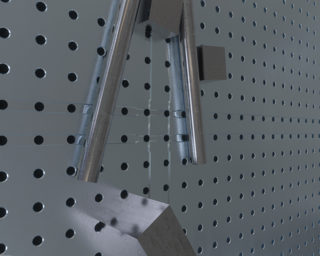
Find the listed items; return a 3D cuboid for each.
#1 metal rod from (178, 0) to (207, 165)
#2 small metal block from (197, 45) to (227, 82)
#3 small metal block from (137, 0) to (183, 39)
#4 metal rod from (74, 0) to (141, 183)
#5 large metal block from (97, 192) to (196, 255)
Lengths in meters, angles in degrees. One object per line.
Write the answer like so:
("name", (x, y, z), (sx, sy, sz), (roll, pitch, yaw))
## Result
("metal rod", (0.042, -0.096, 0.443), (0.025, 0.025, 0.298), (-10, 97, -40))
("small metal block", (0.074, -0.097, 0.471), (0.050, 0.025, 0.050), (-8, 95, -40))
("small metal block", (0.001, -0.153, 0.409), (0.050, 0.025, 0.050), (14, 81, -39))
("metal rod", (-0.051, -0.086, 0.365), (0.025, 0.025, 0.299), (20, 78, -38))
("large metal block", (-0.016, 0.128, 0.360), (0.050, 0.080, 0.080), (-40, 115, -33))
